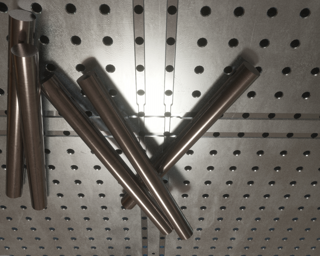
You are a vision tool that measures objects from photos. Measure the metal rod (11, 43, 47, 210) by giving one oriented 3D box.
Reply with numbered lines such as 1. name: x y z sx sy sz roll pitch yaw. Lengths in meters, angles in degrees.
1. metal rod: -0.168 0.024 0.413 0.025 0.025 0.298 9 135 -9

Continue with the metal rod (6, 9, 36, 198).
1. metal rod: -0.186 -0.006 0.403 0.025 0.025 0.298 14 129 -12

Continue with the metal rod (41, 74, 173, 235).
1. metal rod: -0.061 0.053 0.433 0.025 0.025 0.299 -24 120 18

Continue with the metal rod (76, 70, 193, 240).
1. metal rod: -0.022 0.055 0.430 0.025 0.025 0.299 -20 119 16

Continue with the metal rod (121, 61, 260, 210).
1. metal rod: 0.026 0.028 0.436 0.025 0.025 0.298 25 125 -21
